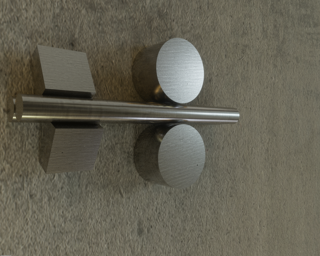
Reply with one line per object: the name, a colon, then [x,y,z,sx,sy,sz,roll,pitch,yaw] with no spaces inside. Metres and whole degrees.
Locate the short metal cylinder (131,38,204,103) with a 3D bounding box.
short metal cylinder: [0.011,-0.070,0.398,0.081,0.050,0.079,0,90,-40]

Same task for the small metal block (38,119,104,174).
small metal block: [-0.091,0.017,0.317,0.050,0.025,0.050,1,116,-41]

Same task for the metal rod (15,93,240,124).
metal rod: [-0.007,-0.018,0.368,0.302,0.025,0.025,0,90,-40]

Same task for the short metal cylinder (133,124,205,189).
short metal cylinder: [0.013,0.035,0.400,0.081,0.050,0.079,0,90,-40]

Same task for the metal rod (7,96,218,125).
metal rod: [-0.024,-0.017,0.386,0.302,0.025,0.025,0,90,-40]

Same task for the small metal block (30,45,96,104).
small metal block: [-0.098,-0.052,0.312,0.050,0.025,0.050,0,63,-40]
